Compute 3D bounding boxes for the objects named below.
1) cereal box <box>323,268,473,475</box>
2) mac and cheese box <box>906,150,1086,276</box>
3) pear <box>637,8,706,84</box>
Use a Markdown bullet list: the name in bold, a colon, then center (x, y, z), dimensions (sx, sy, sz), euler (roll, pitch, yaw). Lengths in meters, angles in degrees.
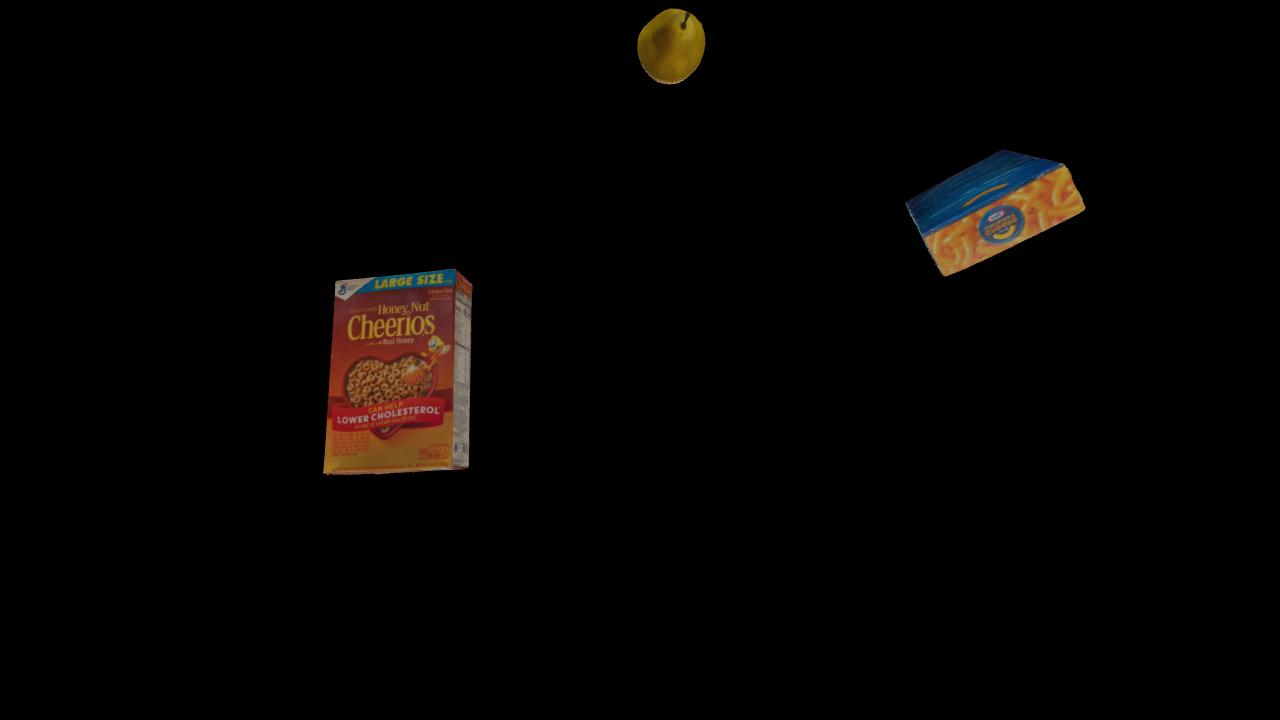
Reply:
- **cereal box**: center (-0.369, 0.019, 0.950), dimensions (0.203, 0.306, 0.081), euler (-3, -11, 7)
- **mac and cheese box**: center (0.266, -0.122, 0.485), dimensions (0.093, 0.041, 0.184), euler (-27, 10, 27)
- **pear**: center (0.038, -0.350, 0.680), dimensions (0.080, 0.080, 0.111), euler (0, 18, -3)
